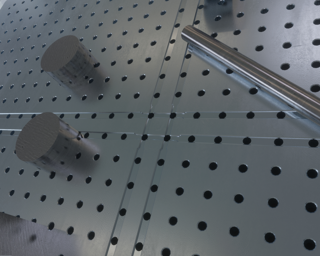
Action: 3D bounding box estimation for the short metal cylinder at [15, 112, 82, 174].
[{"bbox_3d":[-0.166,0.023,0.466,0.080,0.050,0.080,-13,56,21],"label":"short metal cylinder"}]

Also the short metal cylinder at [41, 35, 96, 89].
[{"bbox_3d":[-0.161,-0.117,0.549,0.080,0.050,0.080,-13,56,21],"label":"short metal cylinder"}]

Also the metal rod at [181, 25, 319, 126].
[{"bbox_3d":[0.125,-0.063,0.381,0.025,0.025,0.300,-43,51,-2],"label":"metal rod"}]

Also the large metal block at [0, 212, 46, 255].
[{"bbox_3d":[-0.187,0.156,0.376,0.050,0.080,0.080,-35,51,6],"label":"large metal block"}]
